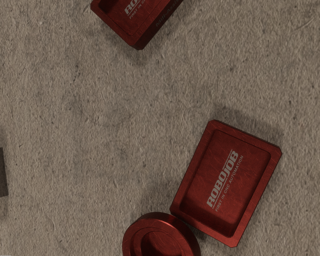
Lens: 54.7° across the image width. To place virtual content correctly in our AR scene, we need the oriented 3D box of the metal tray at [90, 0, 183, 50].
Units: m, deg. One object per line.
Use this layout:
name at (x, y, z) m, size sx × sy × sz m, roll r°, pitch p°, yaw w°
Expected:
metal tray at (-0.021, -0.182, 0.412) m, size 0.090 × 0.030 × 0.130 m, roll 45°, pitch 104°, yaw 14°

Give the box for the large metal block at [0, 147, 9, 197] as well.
large metal block at (-0.300, 0.077, 0.499) m, size 0.080 × 0.050 × 0.080 m, roll -10°, pitch 87°, yaw 19°

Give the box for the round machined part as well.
round machined part at (0.005, 0.152, 0.391) m, size 0.098 × 0.042 × 0.097 m, roll 5°, pitch 101°, yaw 24°

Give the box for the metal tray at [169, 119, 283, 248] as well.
metal tray at (0.078, 0.065, 0.378) m, size 0.090 × 0.030 × 0.129 m, roll 25°, pitch 98°, yaw 17°
